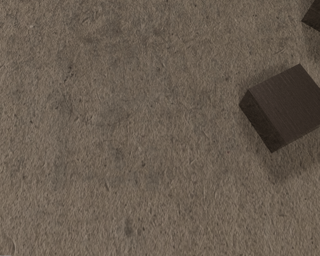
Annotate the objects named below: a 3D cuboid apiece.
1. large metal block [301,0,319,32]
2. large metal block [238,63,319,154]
[{"bbox_3d":[0.266,-0.195,0.454,0.050,0.080,0.080,37,74,12],"label":"large metal block"},{"bbox_3d":[0.165,-0.025,0.406,0.080,0.050,0.080,-27,72,-10],"label":"large metal block"}]
